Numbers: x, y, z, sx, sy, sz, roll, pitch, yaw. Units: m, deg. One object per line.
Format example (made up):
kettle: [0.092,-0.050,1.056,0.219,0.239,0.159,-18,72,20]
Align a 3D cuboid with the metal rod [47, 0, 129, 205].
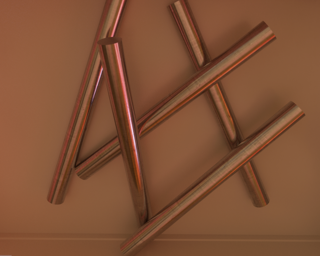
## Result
metal rod: [-0.097,-0.028,0.399,0.025,0.025,0.298,20,109,-7]

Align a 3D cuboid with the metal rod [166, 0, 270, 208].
metal rod: [0.083,-0.019,0.404,0.025,0.025,0.299,-24,109,8]

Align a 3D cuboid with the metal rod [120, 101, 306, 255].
metal rod: [0.060,0.075,0.409,0.300,0.025,0.025,-43,105,12]

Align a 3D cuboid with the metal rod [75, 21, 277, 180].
metal rod: [0.005,-0.022,0.384,0.299,0.025,0.025,-36,106,19]

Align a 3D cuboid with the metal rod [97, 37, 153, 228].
metal rod: [-0.034,0.037,0.389,0.025,0.025,0.298,-6,123,2]
